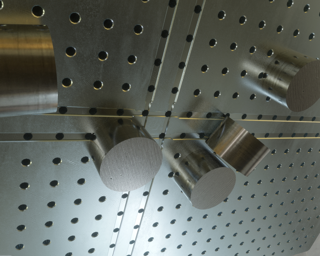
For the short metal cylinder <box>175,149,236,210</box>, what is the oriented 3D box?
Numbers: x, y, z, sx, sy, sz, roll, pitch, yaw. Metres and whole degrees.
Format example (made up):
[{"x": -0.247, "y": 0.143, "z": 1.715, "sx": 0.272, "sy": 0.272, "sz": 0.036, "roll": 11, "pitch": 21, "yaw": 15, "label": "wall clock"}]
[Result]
[{"x": 0.071, "y": 0.080, "z": 0.485, "sx": 0.081, "sy": 0.050, "sz": 0.079, "roll": -14, "pitch": 124, "yaw": -21, "label": "short metal cylinder"}]

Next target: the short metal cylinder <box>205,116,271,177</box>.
[{"x": 0.114, "y": 0.026, "z": 0.457, "sx": 0.080, "sy": 0.080, "sz": 0.050, "roll": 33, "pitch": 100, "yaw": -39, "label": "short metal cylinder"}]

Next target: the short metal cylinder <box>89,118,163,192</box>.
[{"x": -0.044, "y": 0.034, "z": 0.393, "sx": 0.081, "sy": 0.050, "sz": 0.079, "roll": -14, "pitch": 125, "yaw": -21, "label": "short metal cylinder"}]

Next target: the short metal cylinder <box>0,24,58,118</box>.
[{"x": -0.125, "y": -0.051, "z": 0.276, "sx": 0.050, "sy": 0.080, "sz": 0.079, "roll": -8, "pitch": 122, "yaw": -25, "label": "short metal cylinder"}]

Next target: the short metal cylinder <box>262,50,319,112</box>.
[{"x": 0.202, "y": -0.071, "z": 0.465, "sx": 0.081, "sy": 0.050, "sz": 0.079, "roll": -14, "pitch": 124, "yaw": -21, "label": "short metal cylinder"}]
